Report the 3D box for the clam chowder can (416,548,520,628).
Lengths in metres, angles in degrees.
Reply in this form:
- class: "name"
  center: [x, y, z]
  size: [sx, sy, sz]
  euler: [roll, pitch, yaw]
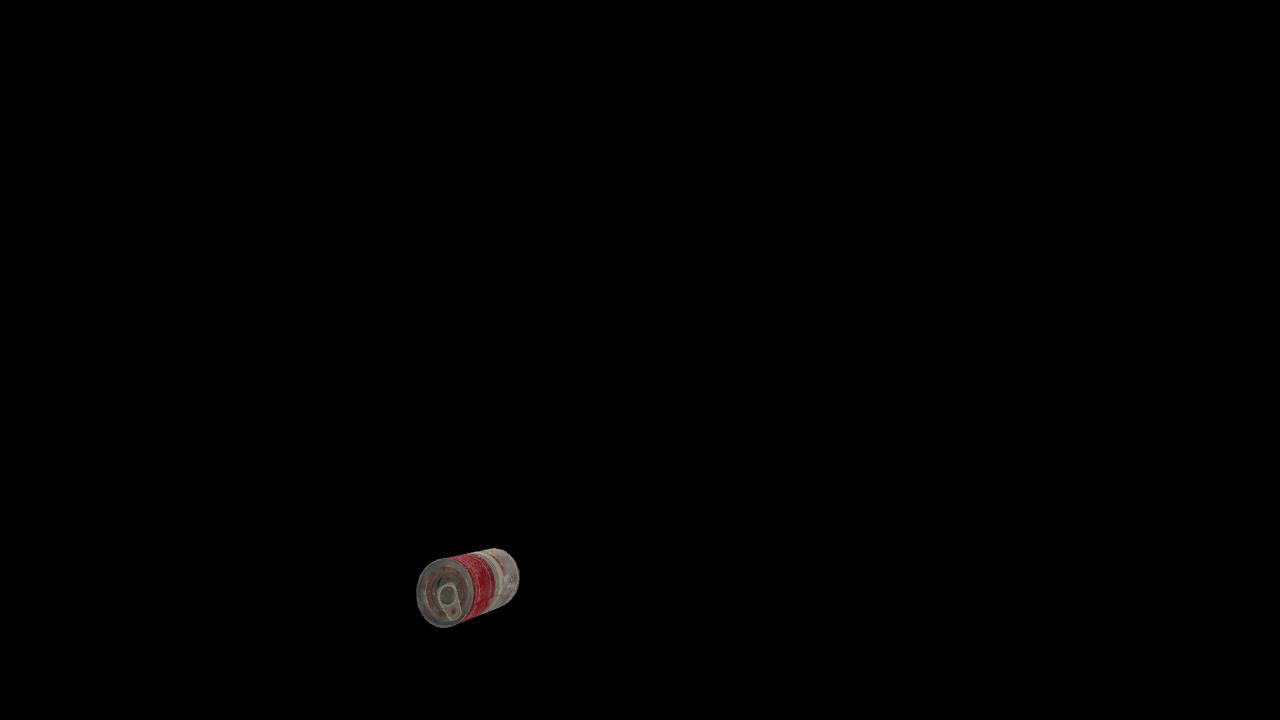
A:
- class: "clam chowder can"
  center: [-0.183, 0.244, 0.669]
  size: [0.068, 0.068, 0.102]
  euler: [0, -10, 18]
